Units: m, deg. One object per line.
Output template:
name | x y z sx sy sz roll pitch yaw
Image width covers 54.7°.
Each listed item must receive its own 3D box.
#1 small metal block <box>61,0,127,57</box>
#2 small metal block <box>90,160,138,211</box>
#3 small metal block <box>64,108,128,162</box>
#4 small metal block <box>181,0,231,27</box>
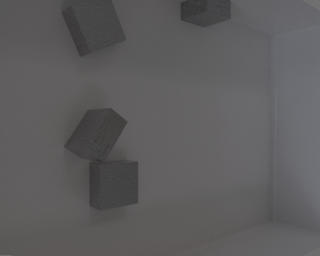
small metal block | -0.072 -0.113 0.345 0.050 0.025 0.050 -32 110 -35
small metal block | -0.053 0.065 0.362 0.050 0.025 0.050 0 90 -40
small metal block | -0.069 0.007 0.332 0.025 0.050 0.050 42 65 -32
small metal block | 0.066 -0.168 0.445 0.050 0.050 0.025 -1 91 -40
